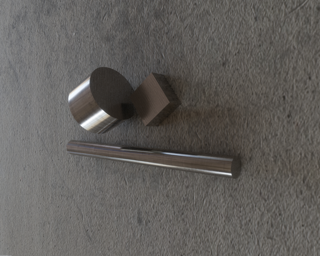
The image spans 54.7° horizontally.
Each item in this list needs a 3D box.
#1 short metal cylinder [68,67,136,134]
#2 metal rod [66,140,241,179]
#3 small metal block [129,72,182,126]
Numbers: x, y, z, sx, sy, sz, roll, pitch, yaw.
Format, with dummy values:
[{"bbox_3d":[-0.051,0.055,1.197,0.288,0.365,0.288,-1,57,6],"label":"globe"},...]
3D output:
[{"bbox_3d":[-0.079,-0.038,0.434,0.050,0.081,0.080,-29,72,36],"label":"short metal cylinder"},{"bbox_3d":[-0.033,0.038,0.431,0.300,0.025,0.025,3,92,40],"label":"metal rod"},{"bbox_3d":[-0.007,-0.037,0.411,0.050,0.025,0.050,-44,64,31],"label":"small metal block"}]
